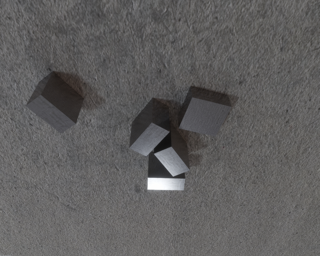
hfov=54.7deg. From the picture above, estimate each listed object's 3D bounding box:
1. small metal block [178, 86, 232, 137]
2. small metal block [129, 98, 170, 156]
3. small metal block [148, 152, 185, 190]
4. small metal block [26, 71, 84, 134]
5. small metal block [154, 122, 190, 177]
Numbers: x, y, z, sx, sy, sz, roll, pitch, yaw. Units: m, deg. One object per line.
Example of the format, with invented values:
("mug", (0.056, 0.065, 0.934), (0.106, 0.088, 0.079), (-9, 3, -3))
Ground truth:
("small metal block", (0.055, -0.020, 0.390), (0.050, 0.025, 0.050), (12, 129, -11))
("small metal block", (-0.013, -0.001, 0.389), (0.025, 0.050, 0.050), (28, 125, -22))
("small metal block", (0.008, 0.061, 0.443), (0.050, 0.050, 0.025), (2, 130, -2))
("small metal block", (-0.121, -0.030, 0.364), (0.025, 0.050, 0.050), (-30, 124, 23))
("small metal block", (0.016, 0.028, 0.414), (0.025, 0.050, 0.050), (-24, 126, 19))
